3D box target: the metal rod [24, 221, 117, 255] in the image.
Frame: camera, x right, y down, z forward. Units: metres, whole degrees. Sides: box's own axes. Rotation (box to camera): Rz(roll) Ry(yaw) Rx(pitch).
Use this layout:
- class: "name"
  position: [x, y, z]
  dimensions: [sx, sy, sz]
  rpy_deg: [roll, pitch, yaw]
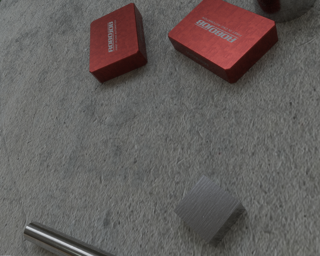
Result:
- class: "metal rod"
  position: [-0.040, 0.153, 0.329]
  dimensions: [0.300, 0.025, 0.025]
  rpy_deg: [8, 66, 31]

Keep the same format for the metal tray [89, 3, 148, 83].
- class: "metal tray"
  position: [-0.073, -0.147, 0.527]
  dimensions: [0.090, 0.030, 0.130]
  rpy_deg: [-19, 54, 16]

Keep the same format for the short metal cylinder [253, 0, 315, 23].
- class: "short metal cylinder"
  position: [0.165, -0.190, 0.417]
  dimensions: [0.080, 0.050, 0.080]
  rpy_deg: [-13, 56, 20]

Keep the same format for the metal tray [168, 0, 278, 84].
- class: "metal tray"
  position: [0.084, -0.128, 0.434]
  dimensions: [0.090, 0.030, 0.130]
  rpy_deg: [-44, 51, -3]

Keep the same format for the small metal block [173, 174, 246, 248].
- class: "small metal block"
  position: [0.051, 0.086, 0.324]
  dimensions: [0.050, 0.025, 0.050]
  rpy_deg: [-49, 52, -7]
